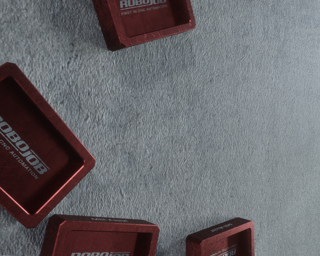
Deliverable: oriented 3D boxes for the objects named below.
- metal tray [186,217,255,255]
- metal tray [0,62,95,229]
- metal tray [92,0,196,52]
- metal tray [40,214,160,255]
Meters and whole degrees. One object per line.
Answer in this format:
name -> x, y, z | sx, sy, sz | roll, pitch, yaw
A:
metal tray -> 0.097, 0.200, 0.482 | 0.131, 0.030, 0.089 | -2, 92, -40
metal tray -> -0.133, 0.017, 0.289 | 0.090, 0.030, 0.130 | -48, 119, -29
metal tray -> -0.017, -0.155, 0.385 | 0.131, 0.030, 0.089 | -27, 107, -37
metal tray -> -0.066, 0.148, 0.346 | 0.131, 0.030, 0.090 | 18, 79, -39
